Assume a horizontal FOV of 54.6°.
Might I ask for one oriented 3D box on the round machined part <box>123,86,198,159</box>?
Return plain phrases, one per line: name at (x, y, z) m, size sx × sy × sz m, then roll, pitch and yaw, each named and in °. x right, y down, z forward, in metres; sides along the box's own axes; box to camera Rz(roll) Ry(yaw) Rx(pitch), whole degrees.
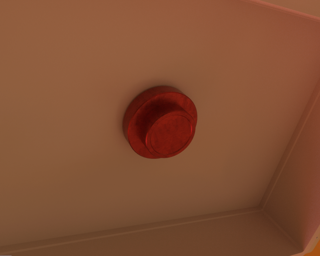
round machined part at (0.006, -0.001, 0.396) m, size 0.099 × 0.042 × 0.097 m, roll -14°, pitch 124°, yaw -21°
